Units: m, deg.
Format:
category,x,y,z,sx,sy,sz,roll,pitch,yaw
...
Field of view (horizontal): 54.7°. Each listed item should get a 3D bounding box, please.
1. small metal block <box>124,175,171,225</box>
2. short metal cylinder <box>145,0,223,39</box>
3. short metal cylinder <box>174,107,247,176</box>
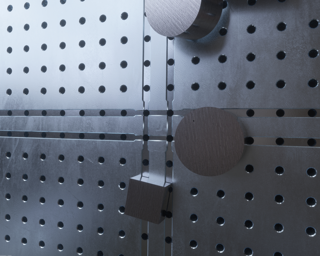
category,x,y,z,sx,sy,sz,roll,pitch,yaw
small metal block,-0.017,0.096,0.418,0.050,0.025,0.050,11,94,19
short metal cylinder,0.029,-0.150,0.376,0.080,0.050,0.079,8,103,37
short metal cylinder,0.063,0.015,0.377,0.080,0.050,0.080,0,90,20
